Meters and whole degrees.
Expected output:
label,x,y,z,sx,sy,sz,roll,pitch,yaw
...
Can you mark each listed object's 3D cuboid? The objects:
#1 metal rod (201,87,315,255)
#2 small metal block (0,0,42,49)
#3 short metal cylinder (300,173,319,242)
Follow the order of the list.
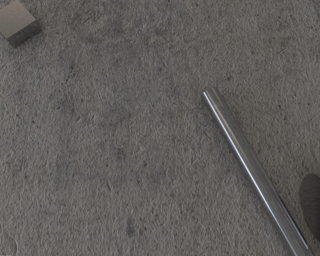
label,x,y,z,sx,sy,sz,roll,pitch,yaw
metal rod,0.130,0.079,0.380,0.025,0.025,0.299,-23,72,-8
small metal block,-0.216,-0.155,0.463,0.050,0.025,0.050,-40,75,-13
short metal cylinder,0.202,0.088,0.348,0.050,0.080,0.080,-7,70,-3
